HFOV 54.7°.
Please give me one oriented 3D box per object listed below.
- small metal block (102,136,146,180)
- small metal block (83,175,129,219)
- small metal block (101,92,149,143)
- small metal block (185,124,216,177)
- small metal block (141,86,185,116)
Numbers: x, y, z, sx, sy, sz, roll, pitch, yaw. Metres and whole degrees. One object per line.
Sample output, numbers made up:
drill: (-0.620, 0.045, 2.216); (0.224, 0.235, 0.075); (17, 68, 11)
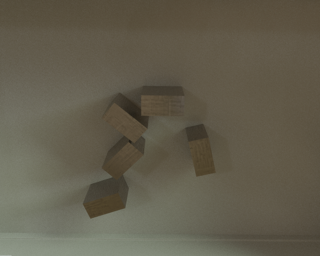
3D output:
small metal block: (-0.047, 0.033, 0.410); (0.025, 0.050, 0.050); (43, 105, -14)
small metal block: (-0.074, 0.094, 0.432); (0.050, 0.050, 0.025); (-18, 109, 6)
small metal block: (-0.042, -0.014, 0.392); (0.050, 0.050, 0.025); (39, 106, -13)
small metal block: (0.053, 0.028, 0.409); (0.025, 0.050, 0.050); (-13, 110, 5)
small metal block: (0.003, -0.034, 0.385); (0.050, 0.050, 0.025); (1, 110, -1)
